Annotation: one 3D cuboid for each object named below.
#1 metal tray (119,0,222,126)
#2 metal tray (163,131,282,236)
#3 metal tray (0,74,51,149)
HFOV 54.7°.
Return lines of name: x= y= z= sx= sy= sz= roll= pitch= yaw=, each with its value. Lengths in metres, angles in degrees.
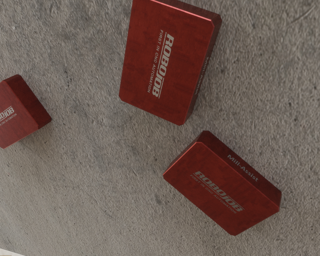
metal tray: x=0.006 y=-0.076 z=0.354 sx=0.090 sy=0.030 sz=0.129 roll=24 pitch=127 yaw=13
metal tray: x=0.079 y=0.075 z=0.408 sx=0.130 sy=0.030 sz=0.089 roll=40 pitch=129 yaw=0
metal tray: x=-0.253 y=-0.024 z=0.523 sx=0.130 sy=0.030 sz=0.090 roll=-22 pitch=107 yaw=36
